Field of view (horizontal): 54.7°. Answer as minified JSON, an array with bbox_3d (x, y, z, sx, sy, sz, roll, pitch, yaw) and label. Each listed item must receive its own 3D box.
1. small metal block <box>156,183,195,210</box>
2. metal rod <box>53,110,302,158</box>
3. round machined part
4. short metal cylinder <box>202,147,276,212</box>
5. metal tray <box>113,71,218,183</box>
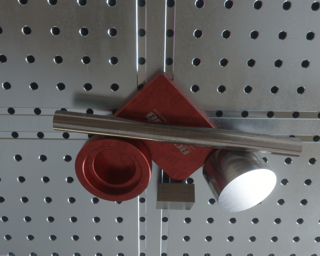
[{"bbox_3d":[0.020,0.097,0.435,0.050,0.025,0.050,2,153,-2],"label":"small metal block"},{"bbox_3d":[0.024,0.008,0.383,0.302,0.025,0.025,7,110,-3],"label":"metal rod"},{"bbox_3d":[-0.059,0.047,0.416,0.099,0.042,0.097,2,116,4],"label":"round machined part"},{"bbox_3d":[0.103,0.065,0.409,0.081,0.050,0.079,-11,131,-13],"label":"short metal cylinder"},{"bbox_3d":[0.014,0.001,0.413,0.090,0.030,0.130,-42,106,13],"label":"metal tray"}]
